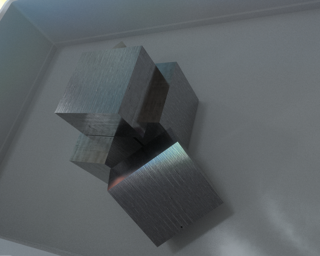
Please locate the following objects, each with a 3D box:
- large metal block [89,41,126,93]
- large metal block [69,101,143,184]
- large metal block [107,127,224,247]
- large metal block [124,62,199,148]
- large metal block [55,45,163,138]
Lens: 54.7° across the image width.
[{"bbox_3d":[-0.062,-0.066,0.432,0.080,0.080,0.050,-37,86,3],"label":"large metal block"},{"bbox_3d":[-0.054,0.021,0.384,0.050,0.080,0.080,1,62,28],"label":"large metal block"},{"bbox_3d":[0.004,0.059,0.320,0.080,0.080,0.050,-36,16,4],"label":"large metal block"},{"bbox_3d":[0.004,-0.022,0.379,0.050,0.080,0.080,1,62,28],"label":"large metal block"},{"bbox_3d":[-0.053,-0.038,0.335,0.080,0.050,0.080,2,63,29],"label":"large metal block"}]
